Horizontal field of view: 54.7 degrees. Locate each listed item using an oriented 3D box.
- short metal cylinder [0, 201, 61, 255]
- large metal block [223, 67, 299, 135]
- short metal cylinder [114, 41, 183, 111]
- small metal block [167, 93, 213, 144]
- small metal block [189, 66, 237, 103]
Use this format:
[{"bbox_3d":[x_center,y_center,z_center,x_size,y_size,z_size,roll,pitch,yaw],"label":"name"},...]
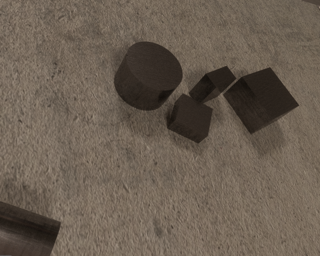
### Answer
[{"bbox_3d":[-0.119,0.104,0.241,0.050,0.080,0.080,25,53,-14],"label":"short metal cylinder"},{"bbox_3d":[0.166,-0.046,0.508,0.081,0.050,0.080,-22,74,-36],"label":"large metal block"},{"bbox_3d":[-0.016,-0.071,0.424,0.081,0.050,0.080,14,56,-21],"label":"short metal cylinder"},{"bbox_3d":[0.043,-0.014,0.437,0.050,0.025,0.050,26,52,-13],"label":"small metal block"},{"bbox_3d":[0.080,-0.064,0.472,0.050,0.050,0.025,-26,76,-37],"label":"small metal block"}]
